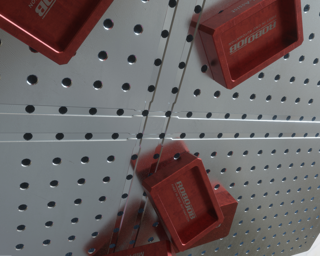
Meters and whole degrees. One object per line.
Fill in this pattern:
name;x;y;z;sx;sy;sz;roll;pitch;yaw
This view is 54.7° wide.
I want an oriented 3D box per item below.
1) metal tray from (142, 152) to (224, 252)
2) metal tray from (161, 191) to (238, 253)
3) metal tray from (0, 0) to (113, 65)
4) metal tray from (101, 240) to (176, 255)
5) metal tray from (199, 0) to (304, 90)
metal tray;0.039;0.114;0.475;0.091;0.030;0.129;-31;115;-17
metal tray;0.070;0.169;0.553;0.131;0.030;0.089;-8;122;-25
metal tray;-0.089;-0.134;0.276;0.090;0.030;0.130;33;100;-39
metal tray;-0.036;0.234;0.507;0.131;0.030;0.090;-16;128;4
metal tray;0.123;-0.121;0.402;0.131;0.030;0.090;-33;129;-7
